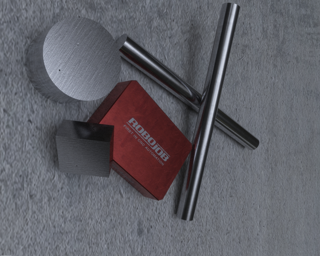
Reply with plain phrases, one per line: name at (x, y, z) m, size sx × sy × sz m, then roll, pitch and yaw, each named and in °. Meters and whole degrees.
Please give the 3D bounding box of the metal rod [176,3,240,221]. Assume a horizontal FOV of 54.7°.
metal rod at (0.066, -0.020, 0.429) m, size 0.025 × 0.025 × 0.298 m, roll 10°, pitch 93°, yaw -40°

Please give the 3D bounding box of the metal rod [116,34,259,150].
metal rod at (0.057, -0.037, 0.452) m, size 0.301 × 0.025 × 0.025 m, roll 32°, pitch 71°, yaw -36°

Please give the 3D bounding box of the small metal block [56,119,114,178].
small metal block at (-0.074, 0.021, 0.312) m, size 0.025 × 0.050 × 0.050 m, roll -86°, pitch -176°, yaw -51°

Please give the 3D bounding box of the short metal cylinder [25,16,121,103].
short metal cylinder at (-0.087, -0.066, 0.315) m, size 0.081 × 0.050 × 0.079 m, roll 0°, pitch 90°, yaw -40°

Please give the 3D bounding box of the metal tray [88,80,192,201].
metal tray at (-0.024, 0.017, 0.382) m, size 0.130 × 0.030 × 0.090 m, roll 48°, pitch 62°, yaw -30°
